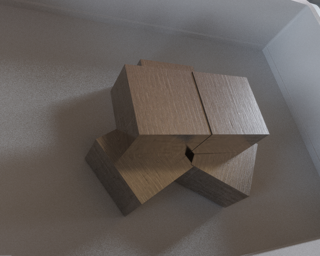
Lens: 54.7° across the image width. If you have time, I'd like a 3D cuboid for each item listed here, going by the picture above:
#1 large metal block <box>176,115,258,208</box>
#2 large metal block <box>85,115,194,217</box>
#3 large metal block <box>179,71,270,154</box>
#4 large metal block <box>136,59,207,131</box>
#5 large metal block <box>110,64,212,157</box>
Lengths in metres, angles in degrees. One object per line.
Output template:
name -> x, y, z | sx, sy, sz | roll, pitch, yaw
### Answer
large metal block -> 0.072, 0.043, 0.399 | 0.080, 0.050, 0.080 | 30, 52, -9
large metal block -> -0.024, 0.039, 0.351 | 0.081, 0.050, 0.080 | -29, 78, -37
large metal block -> 0.070, -0.017, 0.369 | 0.081, 0.050, 0.080 | 1, 62, -28
large metal block -> 0.008, -0.041, 0.417 | 0.081, 0.050, 0.080 | 1, 61, -28
large metal block -> -0.002, -0.017, 0.333 | 0.081, 0.050, 0.080 | 1, 62, -28
